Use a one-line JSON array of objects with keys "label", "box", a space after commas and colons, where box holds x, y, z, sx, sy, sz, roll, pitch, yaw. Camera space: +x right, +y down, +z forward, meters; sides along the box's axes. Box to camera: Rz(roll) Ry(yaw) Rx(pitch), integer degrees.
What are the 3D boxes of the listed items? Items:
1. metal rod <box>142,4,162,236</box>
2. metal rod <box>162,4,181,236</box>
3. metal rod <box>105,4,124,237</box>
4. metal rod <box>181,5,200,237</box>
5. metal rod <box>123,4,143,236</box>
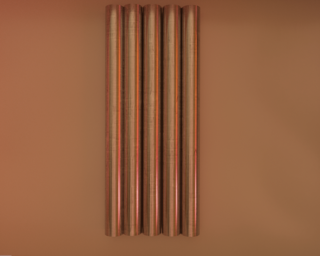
[{"label": "metal rod", "box": [-0.010, -0.010, 0.410, 0.025, 0.025, 0.298, 0, 90, 0]}, {"label": "metal rod", "box": [0.015, -0.010, 0.410, 0.025, 0.025, 0.298, 0, 90, 0]}, {"label": "metal rod", "box": [-0.060, -0.010, 0.410, 0.025, 0.025, 0.298, 0, 90, 0]}, {"label": "metal rod", "box": [0.040, -0.009, 0.410, 0.025, 0.025, 0.298, 0, 90, 0]}, {"label": "metal rod", "box": [-0.036, -0.011, 0.410, 0.025, 0.025, 0.298, 0, 90, 0]}]
